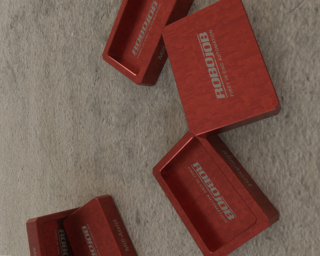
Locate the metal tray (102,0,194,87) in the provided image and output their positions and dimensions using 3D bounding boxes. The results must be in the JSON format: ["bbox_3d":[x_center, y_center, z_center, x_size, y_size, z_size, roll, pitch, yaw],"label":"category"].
[{"bbox_3d":[-0.021,-0.133,0.416,0.090,0.030,0.129,39,114,32],"label":"metal tray"}]

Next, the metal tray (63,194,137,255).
[{"bbox_3d":[-0.087,0.178,0.463,0.090,0.030,0.130,-38,69,27],"label":"metal tray"}]

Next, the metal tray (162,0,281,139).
[{"bbox_3d":[0.062,-0.063,0.329,0.090,0.030,0.129,-20,74,20],"label":"metal tray"}]

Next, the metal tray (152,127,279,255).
[{"bbox_3d":[0.056,0.072,0.353,0.090,0.030,0.130,-49,61,28],"label":"metal tray"}]

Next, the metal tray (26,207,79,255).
[{"bbox_3d":[-0.150,0.197,0.483,0.030,0.091,0.129,-21,77,38],"label":"metal tray"}]
